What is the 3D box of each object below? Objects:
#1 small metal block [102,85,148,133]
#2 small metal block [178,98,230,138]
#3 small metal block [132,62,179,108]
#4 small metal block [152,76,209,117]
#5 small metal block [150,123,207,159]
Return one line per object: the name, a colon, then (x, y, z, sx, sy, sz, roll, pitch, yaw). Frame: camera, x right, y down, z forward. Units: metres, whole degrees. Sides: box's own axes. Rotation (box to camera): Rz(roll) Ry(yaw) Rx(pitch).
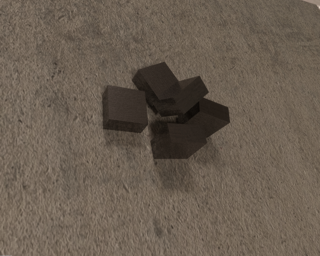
small metal block: (-0.045, -0.024, 0.395, 0.050, 0.025, 0.050, 7, 59, -25)
small metal block: (0.060, -0.014, 0.427, 0.050, 0.050, 0.025, 18, 55, -25)
small metal block: (-0.003, -0.062, 0.442, 0.050, 0.025, 0.050, -26, 76, -37)
small metal block: (0.026, -0.040, 0.400, 0.050, 0.050, 0.025, -41, 109, -26)
small metal block: (0.023, 0.018, 0.391, 0.050, 0.050, 0.025, 3, 61, -27)
